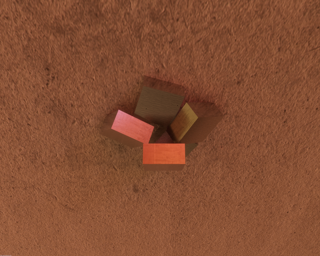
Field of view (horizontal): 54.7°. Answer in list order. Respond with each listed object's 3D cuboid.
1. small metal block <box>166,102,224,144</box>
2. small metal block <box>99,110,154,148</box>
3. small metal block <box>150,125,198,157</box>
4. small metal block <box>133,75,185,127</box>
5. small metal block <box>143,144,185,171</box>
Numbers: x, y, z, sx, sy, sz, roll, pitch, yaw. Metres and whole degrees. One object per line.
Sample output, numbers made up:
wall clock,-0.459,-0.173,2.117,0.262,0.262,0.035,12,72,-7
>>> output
small metal block,0.044,-0.006,0.390,0.050,0.025,0.050,-5,141,-43
small metal block,-0.044,0.003,0.395,0.050,0.025,0.050,26,161,-22
small metal block,0.016,0.020,0.427,0.050,0.025,0.050,26,125,-21
small metal block,-0.003,-0.032,0.382,0.050,0.025,0.050,13,129,-12
small metal block,0.005,0.038,0.393,0.050,0.025,0.050,0,163,-1
